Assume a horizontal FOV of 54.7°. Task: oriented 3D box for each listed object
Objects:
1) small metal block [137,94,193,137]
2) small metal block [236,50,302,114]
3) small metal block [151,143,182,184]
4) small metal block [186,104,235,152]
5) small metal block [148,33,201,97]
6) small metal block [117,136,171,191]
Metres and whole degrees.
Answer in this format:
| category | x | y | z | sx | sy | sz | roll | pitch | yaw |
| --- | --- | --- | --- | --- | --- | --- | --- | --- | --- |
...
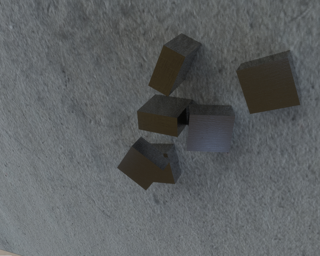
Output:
| category | x | y | z | sx | sy | sz | roll | pitch | yaw |
| --- | --- | --- | --- | --- | --- | --- | --- | --- | --- |
| small metal block | 0.007 | -0.017 | 0.376 | 0.050 | 0.050 | 0.025 | 11 | 123 | 22 |
| small metal block | 0.113 | -0.046 | 0.319 | 0.050 | 0.025 | 0.050 | -11 | 113 | 32 |
| small metal block | -0.002 | 0.050 | 0.437 | 0.050 | 0.025 | 0.050 | 0 | 118 | 28 |
| small metal block | 0.058 | 0.000 | 0.365 | 0.050 | 0.025 | 0.050 | 2 | 122 | 1 |
| small metal block | 0.016 | -0.070 | 0.338 | 0.025 | 0.050 | 0.050 | 31 | 128 | 8 |
| small metal block | -0.022 | 0.048 | 0.415 | 0.050 | 0.025 | 0.050 | 38 | 129 | 2 |
